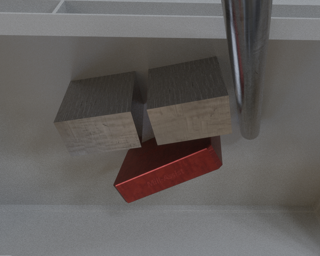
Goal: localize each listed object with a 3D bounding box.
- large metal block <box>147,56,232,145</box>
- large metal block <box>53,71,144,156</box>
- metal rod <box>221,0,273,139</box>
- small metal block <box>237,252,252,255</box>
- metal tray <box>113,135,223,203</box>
[{"bbox_3d":[0.031,-0.032,0.346,0.080,0.080,0.050,-9,130,7],"label":"large metal block"},{"bbox_3d":[-0.064,-0.018,0.357,0.080,0.080,0.050,-8,130,6],"label":"large metal block"},{"bbox_3d":[0.080,-0.033,0.278,0.025,0.025,0.300,-15,162,12],"label":"metal rod"},{"bbox_3d":[0.182,0.298,0.669,0.050,0.025,0.050,33,123,-25],"label":"small metal block"},{"bbox_3d":[0.012,0.037,0.394,0.130,0.090,0.030,-25,111,19],"label":"metal tray"}]
